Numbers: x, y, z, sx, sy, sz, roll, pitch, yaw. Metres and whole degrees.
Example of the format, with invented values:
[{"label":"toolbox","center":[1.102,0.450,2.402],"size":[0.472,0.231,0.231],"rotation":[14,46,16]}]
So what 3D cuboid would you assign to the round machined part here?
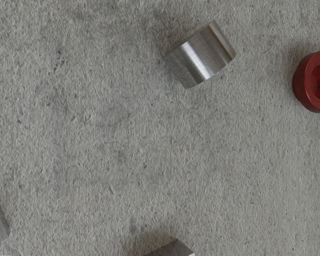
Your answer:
[{"label":"round machined part","center":[0.253,-0.072,0.496],"size":[0.099,0.042,0.097],"rotation":[0,90,-21]}]

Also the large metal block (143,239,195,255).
[{"label":"large metal block","center":[0.009,0.205,0.401],"size":[0.081,0.050,0.080],"rotation":[-18,96,-20]}]

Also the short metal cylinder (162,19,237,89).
[{"label":"short metal cylinder","center":[0.050,-0.094,0.399],"size":[0.080,0.080,0.050],"rotation":[-41,103,-16]}]

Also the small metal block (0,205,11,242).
[{"label":"small metal block","center":[-0.199,0.104,0.336],"size":[0.050,0.025,0.050],"rotation":[-21,97,-19]}]
